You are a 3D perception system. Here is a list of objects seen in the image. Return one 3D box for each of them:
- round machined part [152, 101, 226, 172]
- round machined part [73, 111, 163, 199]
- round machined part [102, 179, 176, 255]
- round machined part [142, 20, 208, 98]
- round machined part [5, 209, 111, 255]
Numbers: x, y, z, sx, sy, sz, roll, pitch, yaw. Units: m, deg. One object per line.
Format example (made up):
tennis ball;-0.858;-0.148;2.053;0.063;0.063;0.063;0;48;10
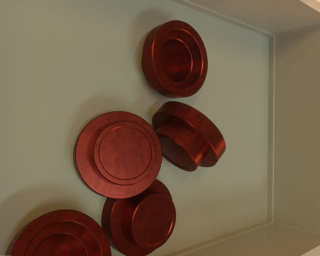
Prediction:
round machined part;0.028;0.017;0.385;0.042;0.098;0.098;-49;120;-23
round machined part;-0.043;0.029;0.341;0.099;0.042;0.097;4;80;-21
round machined part;-0.018;0.110;0.382;0.099;0.042;0.097;0;90;-40
round machined part;0.015;-0.088;0.410;0.099;0.042;0.097;0;90;-40
round machined part;-0.100;0.132;0.299;0.099;0.042;0.098;22;54;-33
